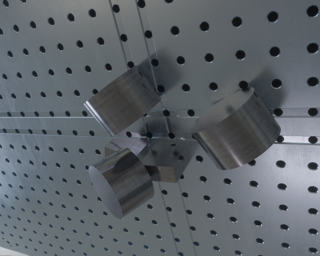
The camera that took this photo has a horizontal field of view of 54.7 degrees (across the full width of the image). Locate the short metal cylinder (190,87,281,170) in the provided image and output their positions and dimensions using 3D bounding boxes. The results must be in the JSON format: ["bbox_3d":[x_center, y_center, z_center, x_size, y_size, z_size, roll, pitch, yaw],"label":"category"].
[{"bbox_3d":[0.080,0.000,0.334,0.080,0.080,0.050,-30,102,38],"label":"short metal cylinder"}]

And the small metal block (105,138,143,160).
[{"bbox_3d":[-0.056,0.050,0.471,0.050,0.025,0.050,18,126,17],"label":"small metal block"}]

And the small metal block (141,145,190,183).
[{"bbox_3d":[0.007,0.048,0.421,0.050,0.050,0.025,0,118,28],"label":"small metal block"}]

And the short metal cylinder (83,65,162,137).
[{"bbox_3d":[-0.045,-0.033,0.379,0.080,0.080,0.050,-29,102,37],"label":"short metal cylinder"}]

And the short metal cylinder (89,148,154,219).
[{"bbox_3d":[-0.053,0.074,0.416,0.080,0.050,0.079,39,145,35],"label":"short metal cylinder"}]
